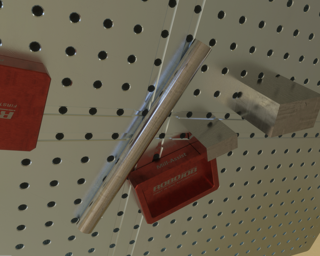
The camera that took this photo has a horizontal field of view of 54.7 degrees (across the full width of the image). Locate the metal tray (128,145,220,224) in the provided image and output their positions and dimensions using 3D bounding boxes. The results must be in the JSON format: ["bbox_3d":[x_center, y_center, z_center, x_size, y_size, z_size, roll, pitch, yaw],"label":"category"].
[{"bbox_3d":[0.025,0.082,0.474,0.131,0.030,0.089,-24,128,-14],"label":"metal tray"}]

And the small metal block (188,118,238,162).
[{"bbox_3d":[0.076,0.016,0.449,0.050,0.050,0.025,-23,127,-15],"label":"small metal block"}]

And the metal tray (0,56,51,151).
[{"bbox_3d":[-0.181,-0.027,0.293,0.131,0.030,0.089,7,115,-32],"label":"metal tray"}]

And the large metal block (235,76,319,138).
[{"bbox_3d":[0.170,-0.034,0.450,0.081,0.080,0.050,-11,123,-23],"label":"large metal block"}]

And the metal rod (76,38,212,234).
[{"bbox_3d":[-0.027,0.019,0.409,0.025,0.025,0.299,24,105,-37],"label":"metal rod"}]
